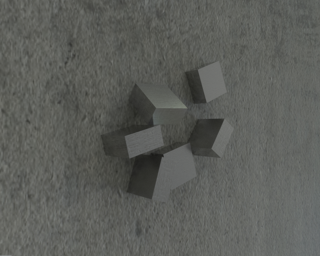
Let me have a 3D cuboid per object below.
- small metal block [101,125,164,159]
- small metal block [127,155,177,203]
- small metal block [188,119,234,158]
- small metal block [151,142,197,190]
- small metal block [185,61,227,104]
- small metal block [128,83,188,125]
[{"bbox_3d":[-0.032,0.014,0.363,0.050,0.050,0.025,-18,102,-39],"label":"small metal block"},{"bbox_3d":[-0.011,0.061,0.382,0.025,0.050,0.050,23,76,-38],"label":"small metal block"},{"bbox_3d":[0.072,0.014,0.451,0.025,0.050,0.050,42,64,-33],"label":"small metal block"},{"bbox_3d":[0.020,0.050,0.424,0.050,0.025,0.050,-20,103,-38],"label":"small metal block"},{"bbox_3d":[0.070,-0.069,0.466,0.050,0.025,0.050,-28,108,-37],"label":"small metal block"},{"bbox_3d":[-0.003,-0.030,0.385,0.050,0.050,0.025,-3,132,-40],"label":"small metal block"}]
